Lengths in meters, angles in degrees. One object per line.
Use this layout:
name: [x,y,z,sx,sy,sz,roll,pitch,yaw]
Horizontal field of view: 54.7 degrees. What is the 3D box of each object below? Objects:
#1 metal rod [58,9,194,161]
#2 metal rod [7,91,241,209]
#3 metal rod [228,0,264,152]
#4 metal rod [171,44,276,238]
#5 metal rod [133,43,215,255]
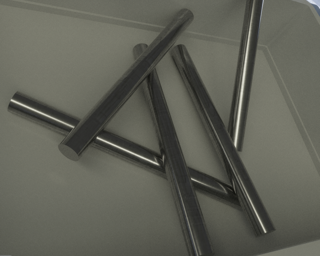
metal rod: [-0.025,-0.076,0.399,0.025,0.025,0.301,37,53,-4]
metal rod: [-0.026,0.032,0.371,0.301,0.025,0.025,25,53,-13]
metal rod: [0.130,-0.114,0.457,0.025,0.025,0.298,11,85,-22]
metal rod: [0.076,-0.002,0.426,0.025,0.025,0.299,-2,57,-29]
metal rod: [0.006,0.004,0.379,0.025,0.025,0.299,3,52,-27]
